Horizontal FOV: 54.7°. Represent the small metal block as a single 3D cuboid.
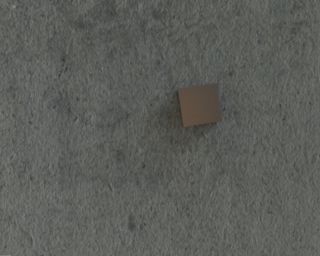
[{"bbox_3d":[0.052,-0.030,0.411,0.050,0.025,0.050,-8,90,-1],"label":"small metal block"}]
